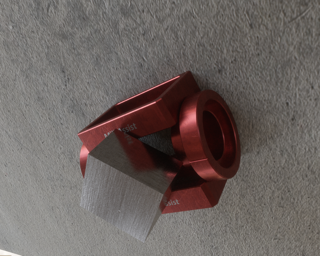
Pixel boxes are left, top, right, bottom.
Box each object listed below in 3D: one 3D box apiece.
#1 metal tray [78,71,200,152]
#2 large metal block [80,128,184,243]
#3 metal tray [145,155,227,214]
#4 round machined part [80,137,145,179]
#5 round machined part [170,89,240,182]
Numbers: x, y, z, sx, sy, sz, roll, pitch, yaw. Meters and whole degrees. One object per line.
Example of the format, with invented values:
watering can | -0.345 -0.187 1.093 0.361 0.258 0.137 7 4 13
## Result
metal tray | -0.025 -0.018 0.368 0.130 0.090 0.030 -19 108 35
large metal block | -0.032 0.060 0.325 0.080 0.050 0.079 26 128 11
metal tray | 0.021 0.067 0.394 0.130 0.090 0.030 -19 109 35
round machined part | -0.055 0.044 0.415 0.042 0.098 0.098 -17 110 34
round machined part | 0.048 0.010 0.341 0.042 0.098 0.098 -17 110 34
